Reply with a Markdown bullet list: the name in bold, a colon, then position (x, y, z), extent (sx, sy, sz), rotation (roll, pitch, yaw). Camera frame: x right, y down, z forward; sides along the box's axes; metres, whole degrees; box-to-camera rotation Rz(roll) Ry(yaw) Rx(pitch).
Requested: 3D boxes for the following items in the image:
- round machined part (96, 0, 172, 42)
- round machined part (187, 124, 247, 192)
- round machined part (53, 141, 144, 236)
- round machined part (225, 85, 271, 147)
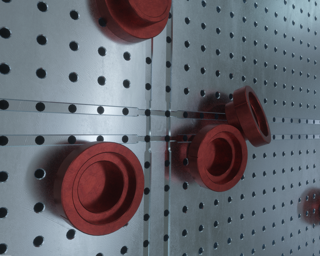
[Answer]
- **round machined part**: position (-0.025, -0.158, 0.376), extent (0.099, 0.042, 0.097), rotation (0, 90, -40)
- **round machined part**: position (0.080, 0.042, 0.459), extent (0.099, 0.042, 0.097), rotation (-2, 94, -33)
- **round machined part**: position (-0.069, 0.063, 0.340), extent (0.099, 0.042, 0.097), rotation (0, 90, -40)
- **round machined part**: position (0.138, -0.015, 0.495), extent (0.098, 0.042, 0.098), rotation (38, 40, -42)
